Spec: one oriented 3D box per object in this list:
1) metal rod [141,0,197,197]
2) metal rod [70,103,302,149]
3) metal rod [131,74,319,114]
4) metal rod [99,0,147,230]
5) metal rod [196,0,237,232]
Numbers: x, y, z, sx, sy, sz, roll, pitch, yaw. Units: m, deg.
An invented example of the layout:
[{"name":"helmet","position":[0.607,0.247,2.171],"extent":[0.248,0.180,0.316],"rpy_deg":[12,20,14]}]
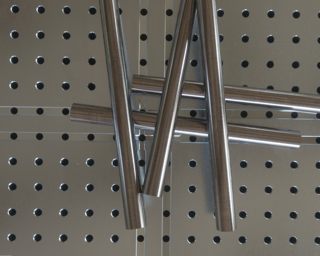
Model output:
[{"name":"metal rod","position":[0.019,-0.065,0.389],"extent":[0.025,0.025,0.299],"rpy_deg":[11,80,-1]},{"name":"metal rod","position":[0.034,-0.003,0.413],"extent":[0.302,0.025,0.025],"rpy_deg":[7,90,-1]},{"name":"metal rod","position":[0.114,-0.043,0.414],"extent":[0.302,0.025,0.025],"rpy_deg":[6,90,-1]},{"name":"metal rod","position":[-0.049,-0.029,0.389],"extent":[0.025,0.025,0.298],"rpy_deg":[-8,81,0]},{"name":"metal rod","position":[0.070,-0.023,0.388],"extent":[0.025,0.025,0.298],"rpy_deg":[-5,90,-1]}]
